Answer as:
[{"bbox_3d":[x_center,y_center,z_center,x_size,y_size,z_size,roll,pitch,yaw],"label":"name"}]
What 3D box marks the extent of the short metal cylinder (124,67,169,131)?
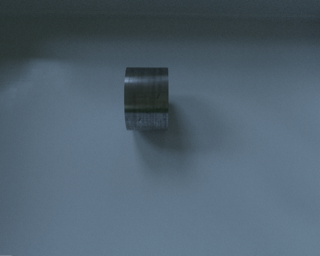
[{"bbox_3d":[-0.016,-0.036,0.391,0.050,0.080,0.080,0,70,0],"label":"short metal cylinder"}]
